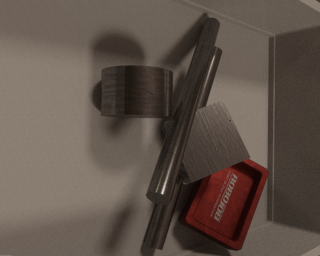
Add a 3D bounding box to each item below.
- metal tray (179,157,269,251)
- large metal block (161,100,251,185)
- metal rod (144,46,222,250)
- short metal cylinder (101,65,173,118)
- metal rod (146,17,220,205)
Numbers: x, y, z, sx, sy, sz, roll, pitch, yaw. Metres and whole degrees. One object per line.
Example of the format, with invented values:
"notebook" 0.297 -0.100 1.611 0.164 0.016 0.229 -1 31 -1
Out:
"metal tray" 0.096 0.100 0.459 0.090 0.030 0.130 30 68 -3
"large metal block" 0.056 0.020 0.402 0.081 0.050 0.080 -21 79 -11
"metal rod" 0.038 0.017 0.440 0.025 0.025 0.299 30 71 -36
"short metal cylinder" -0.026 -0.038 0.351 0.081 0.080 0.050 2 89 -40
"metal rod" 0.039 -0.045 0.388 0.025 0.025 0.300 46 46 -31
